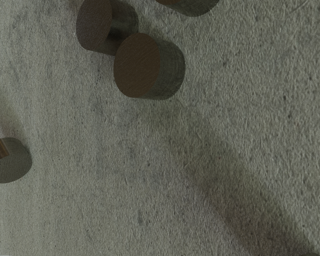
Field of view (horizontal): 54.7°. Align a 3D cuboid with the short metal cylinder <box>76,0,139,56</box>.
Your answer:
[{"bbox_3d":[-0.078,-0.149,0.453,0.080,0.050,0.080,0,90,40],"label":"short metal cylinder"}]

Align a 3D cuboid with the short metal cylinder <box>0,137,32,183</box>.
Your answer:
[{"bbox_3d":[-0.308,0.065,0.624,0.050,0.081,0.080,45,117,30],"label":"short metal cylinder"}]

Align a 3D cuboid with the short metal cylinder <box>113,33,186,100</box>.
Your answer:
[{"bbox_3d":[-0.014,-0.077,0.401,0.080,0.050,0.080,0,90,40],"label":"short metal cylinder"}]

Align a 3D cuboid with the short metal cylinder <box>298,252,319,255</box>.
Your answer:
[{"bbox_3d":[0.124,0.155,0.267,0.050,0.081,0.080,-35,68,34],"label":"short metal cylinder"}]

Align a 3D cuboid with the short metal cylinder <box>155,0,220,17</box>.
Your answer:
[{"bbox_3d":[0.032,-0.178,0.362,0.080,0.050,0.080,0,90,40],"label":"short metal cylinder"}]
